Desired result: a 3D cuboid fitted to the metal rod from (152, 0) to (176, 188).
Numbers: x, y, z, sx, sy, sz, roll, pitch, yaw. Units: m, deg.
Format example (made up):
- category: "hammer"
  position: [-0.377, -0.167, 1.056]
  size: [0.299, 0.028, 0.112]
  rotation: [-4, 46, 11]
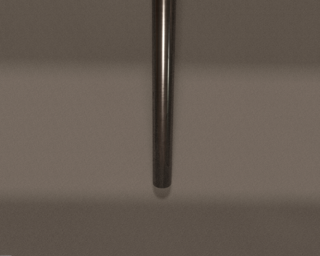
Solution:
- category: "metal rod"
  position: [0.004, -0.061, 0.349]
  size: [0.025, 0.025, 0.298]
  rotation: [0, 116, 0]
